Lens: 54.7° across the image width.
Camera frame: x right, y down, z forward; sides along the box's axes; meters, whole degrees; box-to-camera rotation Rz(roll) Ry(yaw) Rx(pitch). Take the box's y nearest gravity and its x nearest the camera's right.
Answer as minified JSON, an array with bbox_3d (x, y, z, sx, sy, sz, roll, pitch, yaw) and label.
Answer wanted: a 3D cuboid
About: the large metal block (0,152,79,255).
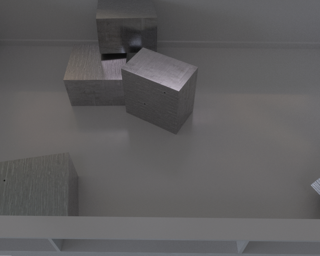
[{"bbox_3d":[-0.131,0.077,0.323,0.081,0.050,0.080,-8,51,-7],"label":"large metal block"}]

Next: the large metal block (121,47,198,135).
[{"bbox_3d":[0.000,-0.048,0.410,0.080,0.080,0.050,24,54,19],"label":"large metal block"}]

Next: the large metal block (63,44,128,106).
[{"bbox_3d":[-0.088,-0.078,0.454,0.081,0.050,0.080,0,50,-1],"label":"large metal block"}]

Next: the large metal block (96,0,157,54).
[{"bbox_3d":[-0.049,-0.151,0.454,0.081,0.050,0.080,-3,40,-6],"label":"large metal block"}]

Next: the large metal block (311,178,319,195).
[{"bbox_3d":[0.219,0.064,0.308,0.050,0.080,0.080,12,36,-44],"label":"large metal block"}]
